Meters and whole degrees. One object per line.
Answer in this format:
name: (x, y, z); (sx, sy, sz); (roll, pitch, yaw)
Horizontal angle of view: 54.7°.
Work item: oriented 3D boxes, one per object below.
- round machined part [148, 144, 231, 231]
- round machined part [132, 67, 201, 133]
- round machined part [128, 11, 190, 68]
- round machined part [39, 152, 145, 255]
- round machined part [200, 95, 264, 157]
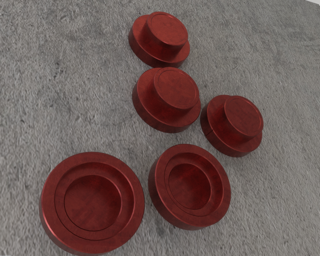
round machined part: (0.031, 0.071, 0.366); (0.099, 0.042, 0.098); (14, 56, -21)
round machined part: (0.015, -0.045, 0.428); (0.099, 0.042, 0.098); (14, 56, -21)
round machined part: (0.004, -0.141, 0.481); (0.099, 0.042, 0.098); (14, 56, -21)
round machined part: (-0.069, 0.076, 0.309); (0.099, 0.042, 0.098); (14, 56, -21)
round machined part: (0.113, -0.009, 0.459); (0.099, 0.042, 0.098); (14, 56, -21)
